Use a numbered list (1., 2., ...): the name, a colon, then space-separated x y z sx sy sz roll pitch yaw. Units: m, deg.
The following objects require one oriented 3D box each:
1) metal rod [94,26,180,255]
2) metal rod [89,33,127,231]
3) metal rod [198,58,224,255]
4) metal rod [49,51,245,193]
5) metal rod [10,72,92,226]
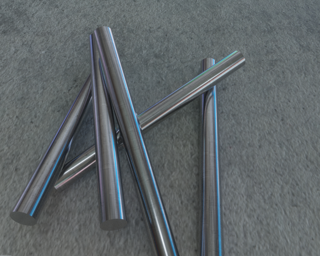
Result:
1. metal rod: -0.034 0.001 0.357 0.025 0.025 0.299 -13 65 -11
2. metal rod: -0.069 -0.023 0.378 0.025 0.025 0.300 -8 50 -7
3. metal rod: 0.063 0.013 0.392 0.025 0.025 0.300 4 50 3
4. metal rod: -0.003 -0.018 0.397 0.302 0.025 0.025 -35 58 -19
5. metal rod: -0.105 -0.018 0.395 0.025 0.025 0.300 7 44 5
